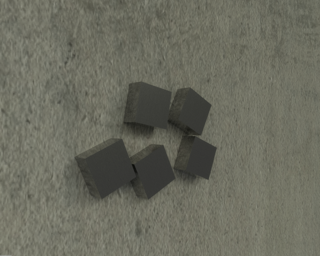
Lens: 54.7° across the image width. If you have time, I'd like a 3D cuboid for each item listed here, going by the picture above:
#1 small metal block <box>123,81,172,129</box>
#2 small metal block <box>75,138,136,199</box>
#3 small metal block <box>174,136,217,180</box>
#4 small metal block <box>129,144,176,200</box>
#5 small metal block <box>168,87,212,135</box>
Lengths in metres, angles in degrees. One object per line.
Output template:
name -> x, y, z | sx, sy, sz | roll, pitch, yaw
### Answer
small metal block -> -0.015, -0.027, 0.394 | 0.050, 0.025, 0.050 | 13, 82, -40
small metal block -> -0.061, 0.045, 0.355 | 0.050, 0.025, 0.050 | -29, 109, -36
small metal block -> 0.052, 0.043, 0.451 | 0.050, 0.025, 0.050 | 27, 73, -37
small metal block -> -0.013, 0.055, 0.396 | 0.050, 0.025, 0.050 | -32, 110, -36
small metal block -> 0.042, -0.023, 0.442 | 0.050, 0.025, 0.050 | 33, 69, -35
